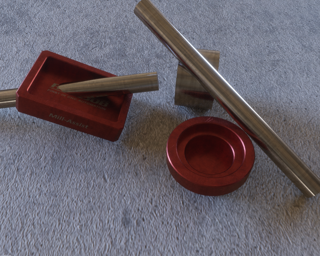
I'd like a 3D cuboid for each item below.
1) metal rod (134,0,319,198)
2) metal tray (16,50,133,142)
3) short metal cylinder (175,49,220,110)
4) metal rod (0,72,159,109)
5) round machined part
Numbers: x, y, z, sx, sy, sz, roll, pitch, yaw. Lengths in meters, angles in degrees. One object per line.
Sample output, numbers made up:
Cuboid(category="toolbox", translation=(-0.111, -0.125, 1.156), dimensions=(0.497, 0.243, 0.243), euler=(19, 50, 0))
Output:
Cuboid(category="metal rod", translation=(0.076, -0.041, 0.367), dimensions=(0.025, 0.025, 0.300), euler=(-38, 82, -27))
Cuboid(category="metal tray", translation=(-0.105, -0.043, 0.406), dimensions=(0.131, 0.030, 0.090), euler=(19, 49, -11))
Cuboid(category="short metal cylinder", translation=(0.051, -0.068, 0.425), dimensions=(0.050, 0.080, 0.080), euler=(8, 51, 6))
Cuboid(category="metal rod", translation=(-0.153, -0.046, 0.417), dimensions=(0.302, 0.025, 0.025), euler=(-6, 50, 4))
Cuboid(category="round machined part", translation=(0.057, 0.036, 0.362), dimensions=(0.099, 0.042, 0.098), euler=(0, 50, 0))
